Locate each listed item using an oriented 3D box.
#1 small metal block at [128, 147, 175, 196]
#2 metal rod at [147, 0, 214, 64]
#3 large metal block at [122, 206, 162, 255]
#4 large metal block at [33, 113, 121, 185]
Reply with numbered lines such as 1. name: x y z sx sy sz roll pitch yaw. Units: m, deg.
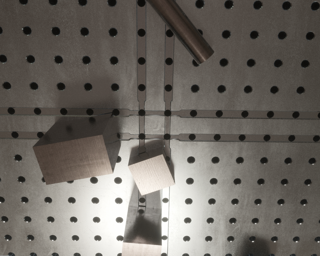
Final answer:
1. small metal block: -0.011 0.061 0.436 0.050 0.025 0.050 -20 109 6
2. metal rod: -0.040 -0.193 0.341 0.025 0.025 0.300 -39 106 13
3. large metal block: -0.027 0.172 0.447 0.050 0.080 0.079 6 110 -3
4. large metal block: -0.099 0.023 0.391 0.080 0.080 0.050 -10 110 3
